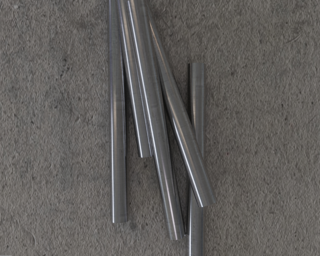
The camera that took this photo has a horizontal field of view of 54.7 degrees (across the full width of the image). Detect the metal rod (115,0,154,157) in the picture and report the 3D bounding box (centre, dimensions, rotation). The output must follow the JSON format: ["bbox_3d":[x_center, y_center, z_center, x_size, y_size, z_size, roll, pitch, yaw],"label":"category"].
[{"bbox_3d":[-0.037,-0.111,0.392,0.025,0.025,0.298,-8,97,0],"label":"metal rod"}]

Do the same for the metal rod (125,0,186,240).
[{"bbox_3d":[-0.003,-0.003,0.387,0.025,0.025,0.298,-10,99,0],"label":"metal rod"}]

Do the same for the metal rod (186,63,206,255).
[{"bbox_3d":[0.048,0.065,0.410,0.025,0.025,0.298,0,90,0],"label":"metal rod"}]

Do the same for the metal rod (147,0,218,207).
[{"bbox_3d":[0.011,-0.048,0.394,0.025,0.025,0.299,-18,84,0],"label":"metal rod"}]

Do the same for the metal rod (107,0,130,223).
[{"bbox_3d":[-0.055,-0.027,0.409,0.025,0.025,0.298,-1,90,0],"label":"metal rod"}]
